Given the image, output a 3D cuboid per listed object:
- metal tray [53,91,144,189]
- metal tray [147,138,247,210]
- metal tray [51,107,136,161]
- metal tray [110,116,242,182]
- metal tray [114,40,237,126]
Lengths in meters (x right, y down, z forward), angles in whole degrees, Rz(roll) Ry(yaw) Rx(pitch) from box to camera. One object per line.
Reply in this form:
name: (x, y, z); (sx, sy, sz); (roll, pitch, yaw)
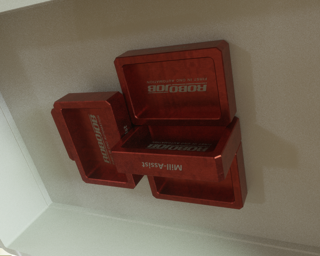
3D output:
metal tray: (-0.079, 0.017, 0.414); (0.090, 0.030, 0.129); (1, 119, 27)
metal tray: (0.045, 0.057, 0.414); (0.130, 0.030, 0.089); (1, 119, 27)
metal tray: (-0.087, 0.006, 0.449); (0.130, 0.030, 0.089); (0, 119, 27)
metal tray: (0.020, 0.019, 0.363); (0.130, 0.090, 0.030); (1, 119, 27)
metal tray: (0.018, -0.049, 0.363); (0.130, 0.030, 0.089); (1, 119, 27)
